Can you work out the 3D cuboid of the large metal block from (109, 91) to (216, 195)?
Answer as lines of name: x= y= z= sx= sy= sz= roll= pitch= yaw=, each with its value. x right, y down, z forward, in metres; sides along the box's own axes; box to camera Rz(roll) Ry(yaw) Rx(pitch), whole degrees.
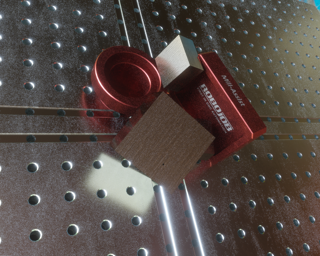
large metal block: x=0.001 y=0.015 z=0.356 sx=0.080 sy=0.050 sz=0.080 roll=41 pitch=82 yaw=-15

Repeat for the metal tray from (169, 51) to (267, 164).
metal tray: x=0.073 y=-0.027 z=0.424 sx=0.030 sy=0.090 sz=0.130 roll=-19 pitch=72 yaw=-36

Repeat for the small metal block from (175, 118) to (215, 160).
small metal block: x=0.043 y=0.014 z=0.418 sx=0.050 sy=0.025 sz=0.050 roll=6 pitch=63 yaw=-13

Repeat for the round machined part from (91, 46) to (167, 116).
round machined part: x=-0.043 y=-0.058 z=0.410 sx=0.099 sy=0.042 sz=0.098 roll=14 pitch=56 yaw=-21

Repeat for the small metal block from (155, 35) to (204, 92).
small metal block: x=0.024 y=-0.083 z=0.405 sx=0.025 sy=0.050 sz=0.050 roll=9 pitch=55 yaw=-41
